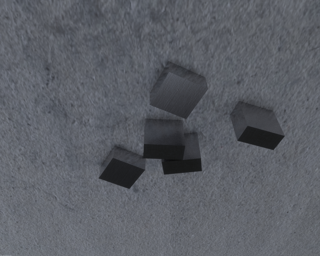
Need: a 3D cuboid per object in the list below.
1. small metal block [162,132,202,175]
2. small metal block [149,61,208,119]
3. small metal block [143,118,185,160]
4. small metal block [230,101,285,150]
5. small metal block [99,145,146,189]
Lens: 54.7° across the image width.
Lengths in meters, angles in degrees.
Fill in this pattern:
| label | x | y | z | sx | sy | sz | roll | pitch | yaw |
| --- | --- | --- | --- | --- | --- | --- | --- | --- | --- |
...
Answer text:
| label | x | y | z | sx | sy | sz | roll | pitch | yaw |
| --- | --- | --- | --- | --- | --- | --- | --- | --- | --- |
| small metal block | 0.028 | 0.034 | 0.420 | 0.050 | 0.050 | 0.025 | -6 | 130 | 4 |
| small metal block | 0.021 | -0.044 | 0.370 | 0.050 | 0.025 | 0.050 | 21 | 127 | -17 |
| small metal block | 0.005 | 0.014 | 0.403 | 0.050 | 0.050 | 0.025 | 3 | 130 | -3 |
| small metal block | 0.121 | -0.004 | 0.390 | 0.050 | 0.050 | 0.025 | 14 | 129 | -13 |
| small metal block | -0.055 | 0.059 | 0.457 | 0.050 | 0.025 | 0.050 | 24 | 126 | -20 |
